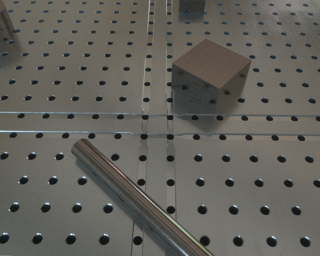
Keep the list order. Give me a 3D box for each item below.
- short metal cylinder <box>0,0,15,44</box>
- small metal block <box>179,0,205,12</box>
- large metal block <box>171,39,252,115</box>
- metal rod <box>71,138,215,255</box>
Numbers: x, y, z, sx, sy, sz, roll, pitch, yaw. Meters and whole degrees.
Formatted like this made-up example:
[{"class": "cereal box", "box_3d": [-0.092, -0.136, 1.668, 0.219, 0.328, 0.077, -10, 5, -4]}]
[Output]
[{"class": "short metal cylinder", "box_3d": [-0.307, -0.187, 0.546, 0.081, 0.050, 0.080, 0, 50, 0]}, {"class": "small metal block", "box_3d": [0.064, -0.259, 0.625, 0.050, 0.025, 0.050, 1, 50, 1]}, {"class": "large metal block", "box_3d": [0.074, -0.078, 0.457, 0.080, 0.050, 0.080, 34, 58, 25]}, {"class": "metal rod", "box_3d": [0.007, 0.104, 0.319, 0.300, 0.025, 0.025, 37, 59, 27]}]
